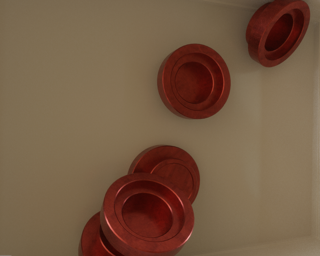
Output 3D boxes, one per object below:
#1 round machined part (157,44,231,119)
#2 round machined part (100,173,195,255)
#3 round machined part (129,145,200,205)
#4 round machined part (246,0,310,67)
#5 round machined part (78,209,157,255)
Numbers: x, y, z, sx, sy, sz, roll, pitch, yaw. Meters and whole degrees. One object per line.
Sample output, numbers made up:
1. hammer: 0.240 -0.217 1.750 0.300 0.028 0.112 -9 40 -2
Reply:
1. round machined part: 0.042 -0.060 0.418 0.099 0.042 0.097 0 90 -21
2. round machined part: -0.016 0.099 0.337 0.099 0.098 0.042 5 130 -20
3. round machined part: 0.009 0.072 0.406 0.099 0.042 0.097 0 90 -21
4. round machined part: 0.164 -0.141 0.446 0.099 0.042 0.097 -23 138 -23
5. round machined part: -0.041 0.131 0.357 0.099 0.098 0.042 7 129 -20
